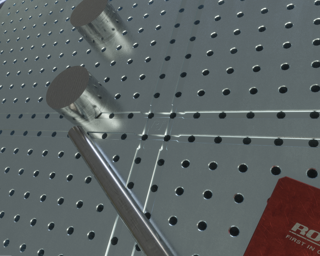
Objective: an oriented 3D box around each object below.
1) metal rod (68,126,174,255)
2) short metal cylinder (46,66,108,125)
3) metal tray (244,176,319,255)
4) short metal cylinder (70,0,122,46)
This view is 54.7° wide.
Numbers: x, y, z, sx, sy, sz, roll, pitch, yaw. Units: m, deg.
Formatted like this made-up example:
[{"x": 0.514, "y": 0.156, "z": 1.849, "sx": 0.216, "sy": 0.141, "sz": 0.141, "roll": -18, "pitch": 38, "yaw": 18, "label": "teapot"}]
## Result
[{"x": -0.045, "y": 0.089, "z": 0.377, "sx": 0.025, "sy": 0.025, "sz": 0.300, "roll": -43, "pitch": 51, "yaw": -2, "label": "metal rod"}, {"x": -0.132, "y": -0.052, "z": 0.493, "sx": 0.080, "sy": 0.050, "sz": 0.080, "roll": -13, "pitch": 56, "yaw": 21, "label": "short metal cylinder"}, {"x": 0.150, "y": 0.107, "z": 0.261, "sx": 0.130, "sy": 0.030, "sz": 0.090, "roll": 20, "pitch": 72, "yaw": 35, "label": "metal tray"}, {"x": -0.119, "y": -0.202, "z": 0.579, "sx": 0.080, "sy": 0.050, "sz": 0.080, "roll": -13, "pitch": 56, "yaw": 21, "label": "short metal cylinder"}]
